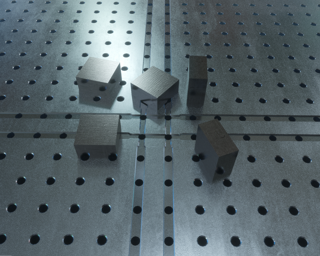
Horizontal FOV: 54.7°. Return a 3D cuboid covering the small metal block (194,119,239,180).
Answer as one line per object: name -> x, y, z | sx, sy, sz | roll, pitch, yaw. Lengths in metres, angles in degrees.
small metal block -> 0.066, 0.026, 0.371 | 0.025, 0.050, 0.050 | -17, 52, -14

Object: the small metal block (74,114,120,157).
small metal block -> -0.079, 0.009, 0.399 | 0.050, 0.025, 0.050 | 1, 50, 0

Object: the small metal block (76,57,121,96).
small metal block -> -0.093, -0.080, 0.474 | 0.050, 0.025, 0.050 | 12, 51, 9

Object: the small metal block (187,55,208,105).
small metal block -> 0.053, -0.069, 0.450 | 0.025, 0.050, 0.050 | 3, 50, 2

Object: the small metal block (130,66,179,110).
small metal block -> -0.007, -0.060, 0.458 | 0.050, 0.025, 0.050 | 32, 57, 24
